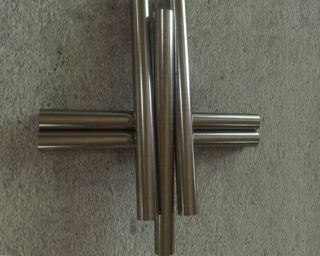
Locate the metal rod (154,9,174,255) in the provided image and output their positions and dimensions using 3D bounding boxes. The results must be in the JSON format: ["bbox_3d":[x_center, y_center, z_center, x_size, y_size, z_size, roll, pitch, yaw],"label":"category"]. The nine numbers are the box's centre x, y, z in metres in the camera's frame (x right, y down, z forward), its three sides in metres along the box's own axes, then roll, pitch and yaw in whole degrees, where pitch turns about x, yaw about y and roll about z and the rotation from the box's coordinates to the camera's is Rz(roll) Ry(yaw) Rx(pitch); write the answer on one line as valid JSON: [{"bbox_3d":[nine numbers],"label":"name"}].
[{"bbox_3d":[0.005,0.006,0.386,0.025,0.025,0.298,0,90,-20],"label":"metal rod"}]

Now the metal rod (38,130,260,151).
[{"bbox_3d":[0.000,0.015,0.412,0.303,0.025,0.025,0,90,-21],"label":"metal rod"}]

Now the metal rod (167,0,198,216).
[{"bbox_3d":[0.028,-0.042,0.399,0.025,0.025,0.298,0,82,-20],"label":"metal rod"}]

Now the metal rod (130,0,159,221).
[{"bbox_3d":[-0.021,-0.042,0.381,0.025,0.025,0.298,0,82,-20],"label":"metal rod"}]

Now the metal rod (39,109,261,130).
[{"bbox_3d":[0.002,-0.010,0.413,0.303,0.025,0.025,0,90,-21],"label":"metal rod"}]
